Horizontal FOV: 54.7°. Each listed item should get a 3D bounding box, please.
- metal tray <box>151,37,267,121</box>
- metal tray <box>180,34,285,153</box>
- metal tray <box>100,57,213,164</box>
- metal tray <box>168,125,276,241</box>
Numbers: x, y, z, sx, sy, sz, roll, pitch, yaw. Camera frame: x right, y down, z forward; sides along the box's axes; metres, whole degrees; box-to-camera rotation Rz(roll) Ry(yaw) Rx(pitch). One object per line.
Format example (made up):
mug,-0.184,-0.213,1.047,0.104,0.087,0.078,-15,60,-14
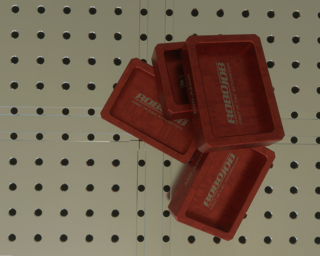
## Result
metal tray,0.062,-0.064,0.387,0.131,0.030,0.090,-8,75,-13
metal tray,0.079,-0.042,0.352,0.091,0.030,0.129,-5,74,-12
metal tray,0.000,-0.022,0.410,0.130,0.030,0.090,29,90,-1
metal tray,0.080,0.069,0.397,0.090,0.030,0.130,28,90,-21
